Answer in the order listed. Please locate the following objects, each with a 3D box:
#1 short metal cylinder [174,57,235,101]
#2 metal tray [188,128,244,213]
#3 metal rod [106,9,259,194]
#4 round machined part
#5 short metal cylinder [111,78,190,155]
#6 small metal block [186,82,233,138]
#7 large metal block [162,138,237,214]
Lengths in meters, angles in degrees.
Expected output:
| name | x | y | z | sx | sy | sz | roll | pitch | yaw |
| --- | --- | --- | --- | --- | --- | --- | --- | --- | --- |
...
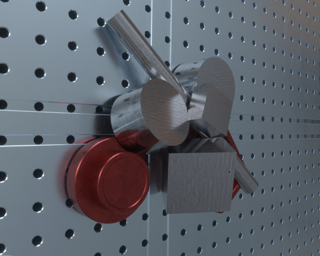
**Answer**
| name | x | y | z | sx | sy | sz | roll | pitch | yaw |
| --- | --- | --- | --- | --- | --- | --- | --- | --- | --- |
| short metal cylinder | 0.062 | -0.057 | 0.441 | 0.081 | 0.050 | 0.079 | 0 | 90 | -40 |
| metal tray | 0.080 | 0.052 | 0.468 | 0.090 | 0.030 | 0.130 | -44 | 117 | -31 |
| metal rod | 0.040 | -0.022 | 0.406 | 0.300 | 0.025 | 0.025 | 49 | 60 | -18 |
| round machined part | -0.050 | 0.059 | 0.351 | 0.099 | 0.042 | 0.097 | 0 | 90 | -40 |
| short metal cylinder | -0.010 | -0.012 | 0.365 | 0.080 | 0.050 | 0.080 | 22 | 58 | -41 |
| small metal block | 0.063 | -0.021 | 0.389 | 0.050 | 0.025 | 0.050 | 33 | 62 | -35 |
| large metal block | 0.046 | 0.059 | 0.393 | 0.081 | 0.050 | 0.079 | -1 | 107 | -7 |
